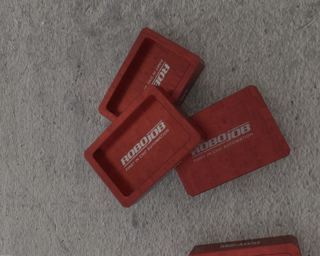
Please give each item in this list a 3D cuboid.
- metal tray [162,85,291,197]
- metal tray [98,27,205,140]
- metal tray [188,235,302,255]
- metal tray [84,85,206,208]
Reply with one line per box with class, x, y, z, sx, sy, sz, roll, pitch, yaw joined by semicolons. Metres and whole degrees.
metal tray;0.077;0.017;0.379;0.130;0.030;0.090;-28;81;17
metal tray;-0.013;-0.054;0.410;0.090;0.030;0.129;34;101;16
metal tray;0.106;0.184;0.368;0.130;0.030;0.090;-14;85;19
metal tray;-0.021;0.022;0.380;0.130;0.030;0.090;-44;76;14
